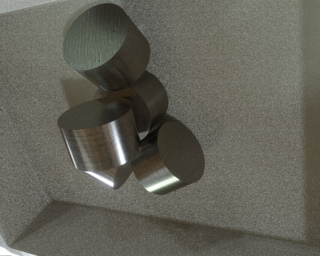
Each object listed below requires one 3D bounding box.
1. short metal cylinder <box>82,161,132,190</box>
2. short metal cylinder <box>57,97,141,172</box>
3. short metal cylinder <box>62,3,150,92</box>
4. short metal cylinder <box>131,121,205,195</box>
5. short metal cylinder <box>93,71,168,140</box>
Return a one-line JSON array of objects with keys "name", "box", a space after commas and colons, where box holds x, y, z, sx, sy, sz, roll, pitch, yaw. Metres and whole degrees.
[{"name": "short metal cylinder", "box": [-0.064, 0.038, 0.428, 0.050, 0.080, 0.079, 26, 128, 12]}, {"name": "short metal cylinder", "box": [-0.065, 0.004, 0.343, 0.080, 0.080, 0.050, 3, 120, 26]}, {"name": "short metal cylinder", "box": [-0.058, -0.087, 0.340, 0.080, 0.080, 0.050, 4, 163, 26]}, {"name": "short metal cylinder", "box": [0.011, 0.038, 0.389, 0.050, 0.080, 0.080, -32, 101, 39]}, {"name": "short metal cylinder", "box": [-0.036, -0.029, 0.391, 0.080, 0.050, 0.079, 13, 124, 21]}]
